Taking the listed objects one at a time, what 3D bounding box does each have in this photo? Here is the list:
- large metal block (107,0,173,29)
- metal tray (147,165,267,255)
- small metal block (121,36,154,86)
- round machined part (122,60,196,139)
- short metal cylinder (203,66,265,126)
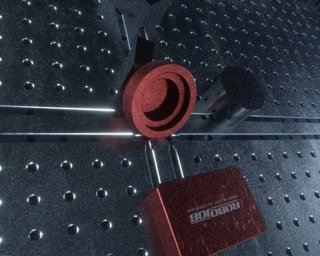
[{"bbox_3d":[-0.032,-0.222,0.512,0.080,0.050,0.080,43,51,1],"label":"large metal block"},{"bbox_3d":[0.059,0.102,0.376,0.131,0.030,0.090,-7,65,-32],"label":"metal tray"},{"bbox_3d":[-0.031,-0.089,0.431,0.025,0.050,0.050,16,55,-20],"label":"small metal block"},{"bbox_3d":[-0.005,-0.039,0.397,0.099,0.097,0.042,-11,27,-33],"label":"round machined part"},{"bbox_3d":[0.115,-0.050,0.487,0.081,0.050,0.080,14,56,-21],"label":"short metal cylinder"}]
